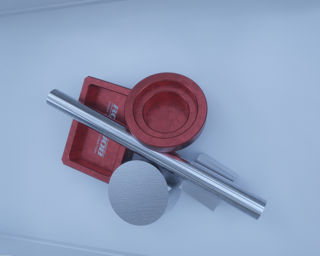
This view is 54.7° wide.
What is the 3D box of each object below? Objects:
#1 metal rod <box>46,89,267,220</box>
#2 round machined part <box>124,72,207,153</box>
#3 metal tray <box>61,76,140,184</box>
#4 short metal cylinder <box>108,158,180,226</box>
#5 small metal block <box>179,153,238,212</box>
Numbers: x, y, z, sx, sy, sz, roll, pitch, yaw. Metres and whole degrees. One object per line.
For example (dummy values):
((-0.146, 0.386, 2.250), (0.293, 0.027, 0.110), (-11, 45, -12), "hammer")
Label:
((-0.016, 0.025, 0.383), (0.301, 0.025, 0.025), (27, 99, 15), "metal rod")
((0.008, -0.016, 0.383), (0.099, 0.042, 0.098), (-2, 68, 5), "round machined part")
((-0.076, 0.002, 0.431), (0.090, 0.030, 0.129), (20, 96, 18), "metal tray")
((-0.019, 0.079, 0.401), (0.080, 0.050, 0.079), (0, 90, 19), "short metal cylinder")
((0.060, 0.066, 0.387), (0.050, 0.025, 0.050), (33, 100, 16), "small metal block")
